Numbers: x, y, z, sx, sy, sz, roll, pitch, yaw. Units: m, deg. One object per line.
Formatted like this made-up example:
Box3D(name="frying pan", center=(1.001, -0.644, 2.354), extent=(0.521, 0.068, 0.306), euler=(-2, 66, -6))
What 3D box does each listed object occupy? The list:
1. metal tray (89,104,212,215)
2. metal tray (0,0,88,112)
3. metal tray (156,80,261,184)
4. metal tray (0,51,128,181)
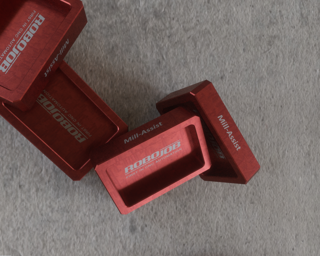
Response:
Box3D(name="metal tray", center=(-0.007, 0.039, 0.375), extent=(0.131, 0.030, 0.090), euler=(-27, 127, -10))
Box3D(name="metal tray", center=(-0.149, -0.094, 0.328), extent=(0.090, 0.030, 0.130), euler=(26, 74, 3))
Box3D(name="metal tray", center=(0.058, 0.010, 0.395), extent=(0.030, 0.090, 0.130), euler=(-39, 103, -27))
Box3D(name="metal tray", center=(-0.114, -0.013, 0.364), extent=(0.090, 0.030, 0.130), euler=(-47, 105, -14))
